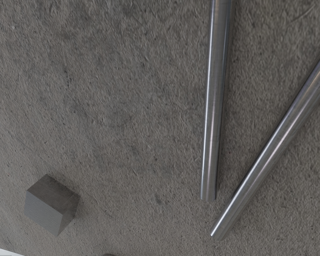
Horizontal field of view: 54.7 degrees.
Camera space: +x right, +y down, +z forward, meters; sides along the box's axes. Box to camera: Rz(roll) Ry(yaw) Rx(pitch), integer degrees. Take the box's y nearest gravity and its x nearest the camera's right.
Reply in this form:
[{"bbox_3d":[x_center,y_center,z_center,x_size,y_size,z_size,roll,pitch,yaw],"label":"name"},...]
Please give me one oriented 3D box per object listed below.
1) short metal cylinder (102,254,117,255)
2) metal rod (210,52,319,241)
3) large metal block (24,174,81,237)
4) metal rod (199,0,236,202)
[{"bbox_3d":[-0.101,0.306,0.633,0.080,0.050,0.079,13,124,21],"label":"short metal cylinder"},{"bbox_3d":[0.123,0.043,0.368,0.025,0.025,0.298,27,128,11],"label":"metal rod"},{"bbox_3d":[-0.207,0.148,0.592,0.080,0.050,0.079,31,128,8],"label":"large metal block"},{"bbox_3d":[0.063,-0.034,0.352,0.025,0.025,0.298,12,124,21],"label":"metal rod"}]
